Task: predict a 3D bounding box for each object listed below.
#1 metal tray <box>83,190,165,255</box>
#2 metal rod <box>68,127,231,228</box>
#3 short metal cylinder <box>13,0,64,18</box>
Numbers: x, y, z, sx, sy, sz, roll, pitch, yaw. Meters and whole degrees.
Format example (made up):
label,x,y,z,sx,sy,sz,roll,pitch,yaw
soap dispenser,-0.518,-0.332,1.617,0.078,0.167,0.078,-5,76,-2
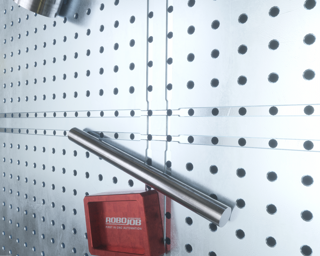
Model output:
label,x,y,z,sx,sy,sz,roll,pitch,yaw
metal tray,-0.056,0.140,0.452,0.130,0.030,0.090,-13,82,39
metal rod,-0.037,0.056,0.439,0.300,0.025,0.025,22,104,37
short metal cylinder,-0.213,-0.237,0.550,0.080,0.081,0.050,43,116,31
